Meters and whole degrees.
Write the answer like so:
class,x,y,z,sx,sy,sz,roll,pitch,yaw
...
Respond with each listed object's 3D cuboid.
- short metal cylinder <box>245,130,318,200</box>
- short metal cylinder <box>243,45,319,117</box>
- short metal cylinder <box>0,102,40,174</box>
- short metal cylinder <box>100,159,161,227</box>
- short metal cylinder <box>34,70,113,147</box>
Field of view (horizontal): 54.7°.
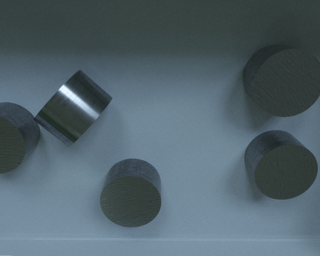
class,x,y,z,sx,sy,sz,roll,pitch,yaw
short metal cylinder,0.161,0.049,0.418,0.081,0.050,0.079,0,110,-1
short metal cylinder,0.148,-0.059,0.378,0.081,0.050,0.079,0,110,-1
short metal cylinder,-0.204,0.012,0.399,0.081,0.050,0.079,0,110,-1
short metal cylinder,-0.039,0.089,0.430,0.081,0.050,0.079,0,110,-1
short metal cylinder,-0.103,-0.024,0.372,0.050,0.080,0.080,42,105,-14
